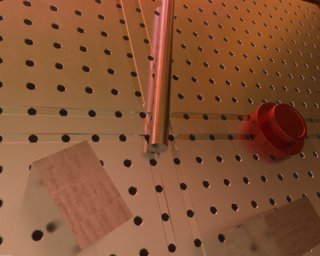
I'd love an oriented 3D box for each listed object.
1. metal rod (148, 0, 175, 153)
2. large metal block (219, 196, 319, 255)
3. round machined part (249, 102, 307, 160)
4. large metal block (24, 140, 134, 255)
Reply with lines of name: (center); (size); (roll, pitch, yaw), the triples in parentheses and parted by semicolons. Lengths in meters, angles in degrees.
metal rod: (0.006, -0.100, 0.472); (0.025, 0.025, 0.300); (17, 55, -19)
large metal block: (0.133, 0.126, 0.367); (0.081, 0.080, 0.050); (-11, 68, -33)
round machined part: (0.198, -0.001, 0.504); (0.099, 0.042, 0.098); (14, 56, -21)
large metal block: (-0.079, 0.070, 0.287); (0.050, 0.080, 0.080); (-25, 76, -37)
